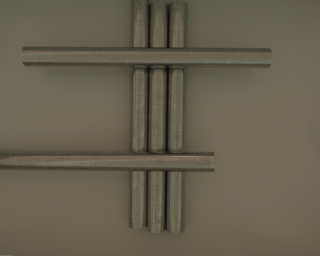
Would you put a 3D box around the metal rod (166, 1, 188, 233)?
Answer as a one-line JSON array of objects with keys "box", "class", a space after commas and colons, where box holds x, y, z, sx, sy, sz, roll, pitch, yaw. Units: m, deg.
[{"box": [0.022, -0.014, 0.410, 0.025, 0.025, 0.298, 1, 90, 0], "class": "metal rod"}]

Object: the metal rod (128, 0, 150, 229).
[{"box": [-0.028, -0.019, 0.410, 0.025, 0.025, 0.298, 1, 90, 0], "class": "metal rod"}]

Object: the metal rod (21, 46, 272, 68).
[{"box": [-0.016, -0.088, 0.385, 0.302, 0.025, 0.025, 0, 90, 0], "class": "metal rod"}]

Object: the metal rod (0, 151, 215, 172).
[{"box": [-0.084, 0.042, 0.391, 0.302, 0.025, 0.025, 0, 90, 7], "class": "metal rod"}]

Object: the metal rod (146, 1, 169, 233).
[{"box": [-0.003, -0.014, 0.410, 0.025, 0.025, 0.298, 1, 90, 0], "class": "metal rod"}]
